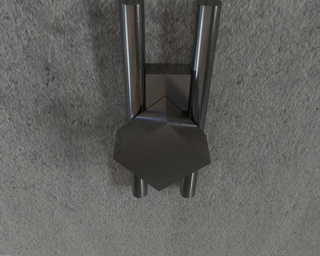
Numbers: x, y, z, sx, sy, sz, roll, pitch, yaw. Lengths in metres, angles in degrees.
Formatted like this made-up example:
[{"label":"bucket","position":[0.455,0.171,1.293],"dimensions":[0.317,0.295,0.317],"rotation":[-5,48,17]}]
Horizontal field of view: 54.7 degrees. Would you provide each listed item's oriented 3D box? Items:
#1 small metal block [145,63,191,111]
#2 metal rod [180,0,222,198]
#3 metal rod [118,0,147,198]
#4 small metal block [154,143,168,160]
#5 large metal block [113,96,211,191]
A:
[{"label":"small metal block","position":[0.009,-0.048,0.366],"dimensions":[0.050,0.025,0.050],"rotation":[0,130,-1]},{"label":"metal rod","position":[0.046,-0.011,0.401],"dimensions":[0.025,0.025,0.298],"rotation":[0,130,-1]},{"label":"metal rod","position":[-0.030,-0.011,0.400],"dimensions":[0.025,0.025,0.298],"rotation":[0,130,-1]},{"label":"small metal block","position":[0.007,0.040,0.441],"dimensions":[0.050,0.025,0.050],"rotation":[0,130,-1]},{"label":"large metal block","position":[0.003,0.022,0.375],"dimensions":[0.080,0.050,0.080],"rotation":[-33,123,25]}]
